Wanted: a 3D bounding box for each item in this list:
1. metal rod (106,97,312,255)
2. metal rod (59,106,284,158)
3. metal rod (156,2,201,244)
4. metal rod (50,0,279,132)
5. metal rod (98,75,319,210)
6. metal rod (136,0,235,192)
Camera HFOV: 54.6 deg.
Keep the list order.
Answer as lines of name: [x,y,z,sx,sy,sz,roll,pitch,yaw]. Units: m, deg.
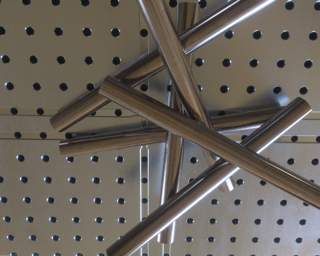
metal rod: [0.060,0.065,0.381,0.300,0.025,0.025,-38,106,-1]
metal rod: [0.017,0.006,0.415,0.301,0.025,0.025,-9,110,3]
metal rod: [0.021,0.002,0.388,0.025,0.025,0.298,5,100,-2]
metal rod: [-0.012,-0.072,0.360,0.300,0.025,0.025,-28,108,20]
metal rod: [0.070,0.021,0.354,0.301,0.025,0.025,28,108,-2]
metal rod: [0.038,-0.029,0.359,0.025,0.025,0.299,-22,124,8]
